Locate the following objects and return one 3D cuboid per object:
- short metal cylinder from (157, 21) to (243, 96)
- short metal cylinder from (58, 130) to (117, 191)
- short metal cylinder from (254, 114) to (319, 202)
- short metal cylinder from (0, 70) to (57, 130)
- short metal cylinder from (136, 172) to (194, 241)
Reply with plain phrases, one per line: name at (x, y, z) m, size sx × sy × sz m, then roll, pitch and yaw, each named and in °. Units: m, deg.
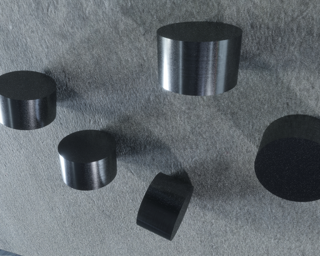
short metal cylinder at (0.038, -0.071, 0.306) m, size 0.080 × 0.080 × 0.050 m, roll 12°, pitch 123°, yaw 21°
short metal cylinder at (-0.104, 0.045, 0.452) m, size 0.080 × 0.080 × 0.050 m, roll 16°, pitch 125°, yaw 19°
short metal cylinder at (0.147, 0.032, 0.333) m, size 0.080 × 0.050 × 0.079 m, roll 13°, pitch 124°, yaw 20°
short metal cylinder at (-0.191, -0.041, 0.444) m, size 0.080 × 0.080 × 0.050 m, roll 24°, pitch 127°, yaw 13°
short metal cylinder at (0.009, 0.109, 0.433) m, size 0.050 × 0.080 × 0.079 m, roll 21°, pitch 126°, yaw 15°
